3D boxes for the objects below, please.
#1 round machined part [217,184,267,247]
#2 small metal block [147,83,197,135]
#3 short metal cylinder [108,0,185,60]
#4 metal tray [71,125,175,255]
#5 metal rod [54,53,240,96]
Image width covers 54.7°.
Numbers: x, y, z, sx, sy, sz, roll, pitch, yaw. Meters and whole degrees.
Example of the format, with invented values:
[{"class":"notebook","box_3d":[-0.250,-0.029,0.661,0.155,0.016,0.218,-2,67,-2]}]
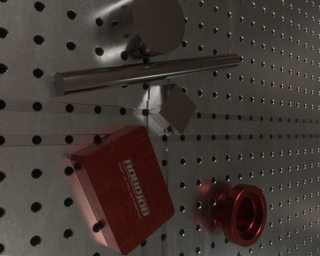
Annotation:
[{"class":"round machined part","box_3d":[0.131,0.141,0.512,0.099,0.042,0.097,0,90,-40]},{"class":"small metal block","box_3d":[0.017,-0.025,0.426,0.050,0.025,0.050,43,64,-32]},{"class":"short metal cylinder","box_3d":[-0.015,-0.128,0.381,0.081,0.050,0.079,0,91,-40]},{"class":"metal tray","box_3d":[-0.039,0.072,0.375,0.091,0.030,0.129,-30,109,-36]},{"class":"metal rod","box_3d":[0.008,-0.078,0.417,0.302,0.025,0.025,-16,101,-39]}]
